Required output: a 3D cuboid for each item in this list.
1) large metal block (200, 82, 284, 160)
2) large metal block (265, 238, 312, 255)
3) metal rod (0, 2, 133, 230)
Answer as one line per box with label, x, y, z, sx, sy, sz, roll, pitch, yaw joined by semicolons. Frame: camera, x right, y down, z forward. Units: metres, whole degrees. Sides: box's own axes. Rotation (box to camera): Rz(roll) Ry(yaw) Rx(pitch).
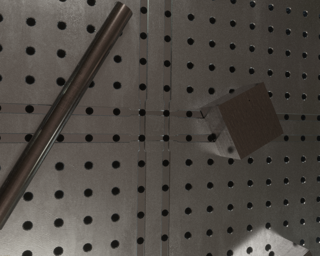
large metal block;0.117;-0.011;0.444;0.081;0.050;0.080;-28;100;-18
large metal block;0.197;0.234;0.475;0.080;0.050;0.080;-31;100;-18
metal rod;-0.117;-0.022;0.369;0.025;0.025;0.299;32;79;-18
